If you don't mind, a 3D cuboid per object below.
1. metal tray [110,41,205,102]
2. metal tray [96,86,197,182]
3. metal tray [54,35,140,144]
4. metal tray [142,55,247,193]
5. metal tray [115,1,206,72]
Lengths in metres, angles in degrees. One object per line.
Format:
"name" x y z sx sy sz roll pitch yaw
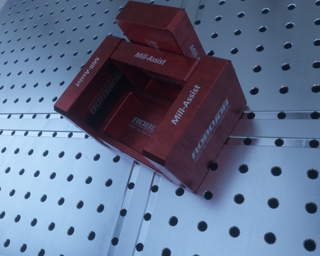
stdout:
"metal tray" 0.007 -0.062 0.401 0.130 0.090 0.030 24 76 36
"metal tray" -0.013 0.002 0.411 0.130 0.030 0.090 24 75 36
"metal tray" -0.076 -0.053 0.439 0.030 0.090 0.130 24 75 36
"metal tray" 0.045 -0.003 0.344 0.030 0.090 0.130 24 75 36
"metal tray" 0.012 -0.097 0.394 0.090 0.130 0.030 25 76 36
